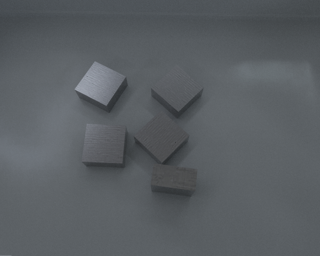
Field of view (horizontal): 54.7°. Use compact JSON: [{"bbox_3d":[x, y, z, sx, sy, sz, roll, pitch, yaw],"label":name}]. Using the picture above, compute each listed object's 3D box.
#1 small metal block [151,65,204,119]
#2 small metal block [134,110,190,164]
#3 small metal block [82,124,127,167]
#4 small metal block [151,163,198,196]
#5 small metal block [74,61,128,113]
[{"bbox_3d":[0.024,-0.050,0.428,0.050,0.025,0.050,42,75,13],"label":"small metal block"},{"bbox_3d":[0.002,0.014,0.405,0.050,0.025,0.050,43,75,13],"label":"small metal block"},{"bbox_3d":[-0.070,0.023,0.400,0.050,0.025,0.050,3,70,0],"label":"small metal block"},{"bbox_3d":[0.016,0.064,0.373,0.050,0.050,0.025,7,70,2],"label":"small metal block"},{"bbox_3d":[-0.080,-0.057,0.429,0.050,0.025,0.050,27,72,9],"label":"small metal block"}]
